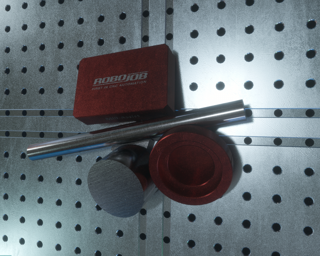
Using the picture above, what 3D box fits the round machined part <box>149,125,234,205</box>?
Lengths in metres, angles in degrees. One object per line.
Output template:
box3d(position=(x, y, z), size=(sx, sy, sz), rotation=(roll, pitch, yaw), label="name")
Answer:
box3d(position=(0.039, 0.041, 0.377), size=(0.098, 0.042, 0.097), rotation=(5, 113, 13), label="round machined part")

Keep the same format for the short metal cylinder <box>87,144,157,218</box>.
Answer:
box3d(position=(-0.045, 0.068, 0.402), size=(0.080, 0.050, 0.079), rotation=(9, 112, 22), label="short metal cylinder")

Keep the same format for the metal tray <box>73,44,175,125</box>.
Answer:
box3d(position=(-0.047, -0.056, 0.411), size=(0.130, 0.030, 0.090), rotation=(-5, 70, 19), label="metal tray")

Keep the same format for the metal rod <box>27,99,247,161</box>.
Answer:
box3d(position=(-0.044, 0.007, 0.400), size=(0.301, 0.025, 0.025), rotation=(-11, 86, 19), label="metal rod")

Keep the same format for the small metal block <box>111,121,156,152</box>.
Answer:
box3d(position=(-0.035, 0.015, 0.433), size=(0.050, 0.025, 0.050), rotation=(19, 96, 18), label="small metal block")
